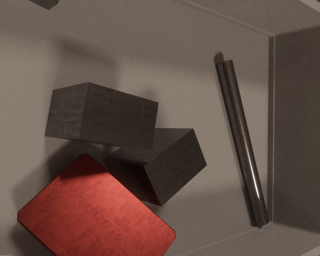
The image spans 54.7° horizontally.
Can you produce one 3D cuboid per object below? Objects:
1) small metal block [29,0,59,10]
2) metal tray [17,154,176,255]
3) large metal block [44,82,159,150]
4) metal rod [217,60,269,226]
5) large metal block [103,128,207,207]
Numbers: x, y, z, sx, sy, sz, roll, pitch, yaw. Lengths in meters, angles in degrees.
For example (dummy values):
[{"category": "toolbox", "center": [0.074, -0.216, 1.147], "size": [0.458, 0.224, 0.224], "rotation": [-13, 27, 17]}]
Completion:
[{"category": "small metal block", "center": [-0.123, -0.154, 0.304], "size": [0.050, 0.025, 0.050], "rotation": [19, 78, -40]}, {"category": "metal tray", "center": [-0.061, 0.100, 0.311], "size": [0.130, 0.030, 0.090], "rotation": [41, 60, 4]}, {"category": "large metal block", "center": [-0.061, -0.009, 0.321], "size": [0.081, 0.080, 0.050], "rotation": [13, 82, -40]}, {"category": "metal rod", "center": [0.145, 0.033, 0.531], "size": [0.025, 0.025, 0.298], "rotation": [-28, 107, -37]}, {"category": "large metal block", "center": [-0.006, 0.041, 0.368], "size": [0.081, 0.080, 0.050], "rotation": [-35, 112, -35]}]
